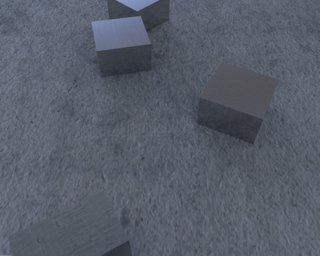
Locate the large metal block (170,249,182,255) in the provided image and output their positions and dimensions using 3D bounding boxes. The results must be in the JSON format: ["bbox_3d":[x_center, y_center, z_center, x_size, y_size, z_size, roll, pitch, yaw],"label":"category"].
[{"bbox_3d":[0.021,0.154,0.239,0.050,0.080,0.080,-35,59,-26],"label":"large metal block"}]

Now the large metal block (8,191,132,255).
[{"bbox_3d":[-0.072,0.112,0.273,0.081,0.080,0.050,-24,54,-19],"label":"large metal block"}]

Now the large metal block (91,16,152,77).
[{"bbox_3d":[-0.062,-0.132,0.497,0.081,0.050,0.080,-10,51,-9],"label":"large metal block"}]

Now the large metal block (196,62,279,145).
[{"bbox_3d":[0.104,-0.036,0.418,0.080,0.050,0.080,22,53,17],"label":"large metal block"}]

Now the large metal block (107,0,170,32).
[{"bbox_3d":[-0.039,-0.223,0.574,0.080,0.050,0.080,36,58,26],"label":"large metal block"}]
